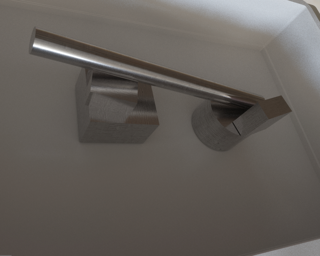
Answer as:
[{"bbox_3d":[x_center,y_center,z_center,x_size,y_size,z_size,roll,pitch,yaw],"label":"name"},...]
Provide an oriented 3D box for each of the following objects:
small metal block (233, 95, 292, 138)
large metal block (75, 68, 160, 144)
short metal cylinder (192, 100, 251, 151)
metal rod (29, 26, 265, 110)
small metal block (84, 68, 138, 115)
[{"bbox_3d":[0.133,-0.015,0.405,0.050,0.050,0.025,-16,70,-35],"label":"small metal block"},{"bbox_3d":[-0.054,-0.028,0.375,0.081,0.050,0.080,3,61,-27],"label":"large metal block"},{"bbox_3d":[0.094,-0.013,0.448,0.081,0.050,0.080,14,56,-21],"label":"short metal cylinder"},{"bbox_3d":[0.012,-0.056,0.356,0.302,0.025,0.025,10,57,-32],"label":"metal rod"},{"bbox_3d":[-0.052,-0.047,0.341,0.050,0.025,0.050,12,56,-22],"label":"small metal block"}]
